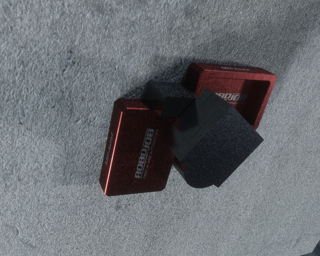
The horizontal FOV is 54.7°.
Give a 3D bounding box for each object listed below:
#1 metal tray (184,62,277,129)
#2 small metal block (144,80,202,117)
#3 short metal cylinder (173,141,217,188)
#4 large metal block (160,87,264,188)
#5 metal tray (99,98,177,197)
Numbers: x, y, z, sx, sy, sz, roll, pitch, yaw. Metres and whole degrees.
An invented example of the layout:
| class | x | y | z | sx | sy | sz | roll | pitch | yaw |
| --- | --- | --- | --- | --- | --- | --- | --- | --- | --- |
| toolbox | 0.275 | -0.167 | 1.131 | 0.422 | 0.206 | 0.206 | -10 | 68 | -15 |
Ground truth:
| class | x | y | z | sx | sy | sz | roll | pitch | yaw |
| --- | --- | --- | --- | --- | --- | --- | --- | --- | --- |
| metal tray | 0.092 | -0.040 | 0.431 | 0.131 | 0.030 | 0.089 | -2 | 119 | -28 |
| small metal block | 0.015 | -0.036 | 0.378 | 0.050 | 0.050 | 0.025 | 1 | 118 | -29 |
| short metal cylinder | 0.059 | 0.040 | 0.449 | 0.081 | 0.050 | 0.079 | -13 | 124 | -20 |
| large metal block | 0.063 | 0.013 | 0.368 | 0.080 | 0.050 | 0.080 | -48 | 129 | 6 |
| metal tray | -0.024 | 0.027 | 0.410 | 0.091 | 0.030 | 0.129 | 1 | 118 | -29 |
